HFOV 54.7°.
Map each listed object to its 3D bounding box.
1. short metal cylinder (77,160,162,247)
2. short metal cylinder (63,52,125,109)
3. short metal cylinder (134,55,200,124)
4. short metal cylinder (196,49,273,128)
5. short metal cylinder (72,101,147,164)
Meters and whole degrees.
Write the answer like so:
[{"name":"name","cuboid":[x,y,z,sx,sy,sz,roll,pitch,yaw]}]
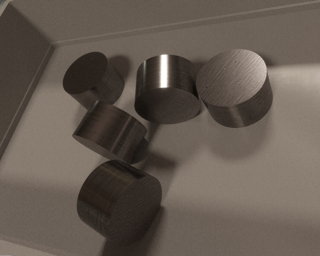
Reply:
[{"name":"short metal cylinder","cuboid":[-0.043,0.081,0.342,0.050,0.080,0.080,20,73,35]},{"name":"short metal cylinder","cuboid":[-0.103,-0.072,0.486,0.080,0.050,0.080,-13,56,20]},{"name":"short metal cylinder","cuboid":[0.009,-0.047,0.393,0.080,0.080,0.050,-12,57,21]},{"name":"short metal cylinder","cuboid":[0.090,-0.047,0.371,0.080,0.050,0.080,-13,56,20]},{"name":"short metal cylinder","cuboid":[-0.064,0.008,0.397,0.080,0.080,0.050,16,71,34]}]
